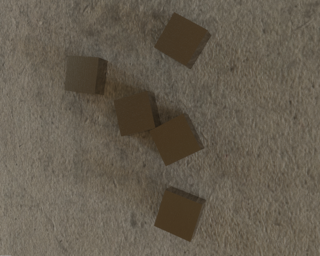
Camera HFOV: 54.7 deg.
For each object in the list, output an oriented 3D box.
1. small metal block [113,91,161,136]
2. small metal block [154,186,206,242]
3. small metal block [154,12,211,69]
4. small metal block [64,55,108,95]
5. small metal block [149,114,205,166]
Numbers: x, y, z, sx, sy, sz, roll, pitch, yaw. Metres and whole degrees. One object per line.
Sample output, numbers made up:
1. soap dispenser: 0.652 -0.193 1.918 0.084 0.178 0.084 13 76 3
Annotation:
1. small metal block: -0.030 -0.019 0.419 0.050 0.025 0.050 -14 85 19
2. small metal block: 0.026 0.110 0.399 0.050 0.025 0.050 19 96 18
3. small metal block: 0.029 -0.111 0.398 0.050 0.025 0.050 34 101 16
4. small metal block: -0.106 -0.076 0.445 0.050 0.025 0.050 8 93 19
5. small metal block: 0.022 0.015 0.400 0.050 0.025 0.050 -28 82 17
